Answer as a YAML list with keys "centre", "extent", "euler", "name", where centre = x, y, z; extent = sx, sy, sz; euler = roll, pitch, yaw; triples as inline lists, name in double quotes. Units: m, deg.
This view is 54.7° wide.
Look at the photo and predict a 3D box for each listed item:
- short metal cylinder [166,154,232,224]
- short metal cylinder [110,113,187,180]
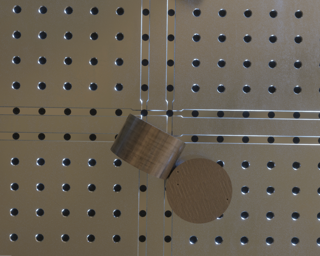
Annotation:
- centre: [0.048, 0.076, 0.401]
  extent: [0.081, 0.050, 0.080]
  euler: [0, 90, -1]
  name: "short metal cylinder"
- centre: [-0.014, 0.022, 0.386]
  extent: [0.080, 0.080, 0.050]
  euler: [29, 90, 0]
  name: "short metal cylinder"
